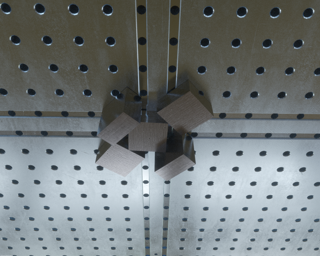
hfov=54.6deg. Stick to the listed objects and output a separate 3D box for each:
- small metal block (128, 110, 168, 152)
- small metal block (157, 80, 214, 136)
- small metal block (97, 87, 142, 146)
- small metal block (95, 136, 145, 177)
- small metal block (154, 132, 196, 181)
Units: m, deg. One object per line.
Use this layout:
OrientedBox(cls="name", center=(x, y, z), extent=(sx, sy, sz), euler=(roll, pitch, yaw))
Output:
OrientedBox(cls="small metal block", center=(-0.016, 0.004, 0.414), extent=(0.050, 0.025, 0.050), euler=(3, 129, -2))
OrientedBox(cls="small metal block", center=(0.032, -0.024, 0.391), extent=(0.050, 0.025, 0.050), euler=(-32, 123, 25))
OrientedBox(cls="small metal block", center=(-0.049, -0.014, 0.382), extent=(0.025, 0.050, 0.050), euler=(36, 122, -27))
OrientedBox(cls="small metal block", center=(-0.056, 0.038, 0.443), extent=(0.050, 0.025, 0.050), euler=(30, 123, -24))
OrientedBox(cls="small metal block", center=(0.020, 0.037, 0.426), extent=(0.050, 0.050, 0.025), euler=(-35, 122, 25))
